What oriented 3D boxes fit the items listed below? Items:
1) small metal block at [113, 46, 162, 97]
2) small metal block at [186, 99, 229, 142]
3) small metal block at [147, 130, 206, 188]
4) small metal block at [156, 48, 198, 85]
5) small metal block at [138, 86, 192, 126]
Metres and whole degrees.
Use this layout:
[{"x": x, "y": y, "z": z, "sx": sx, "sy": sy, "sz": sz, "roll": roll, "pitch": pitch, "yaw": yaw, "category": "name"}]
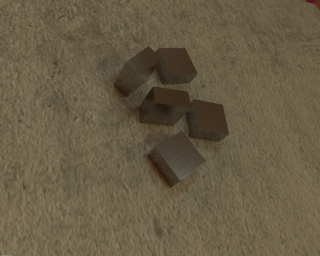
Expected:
[{"x": -0.030, "y": -0.076, "z": 0.419, "sx": 0.025, "sy": 0.050, "sz": 0.050, "roll": 43, "pitch": 51, "yaw": 1, "category": "small metal block"}, {"x": 0.068, "y": -0.010, "z": 0.449, "sx": 0.050, "sy": 0.025, "sz": 0.050, "roll": 9, "pitch": 58, "yaw": -24, "category": "small metal block"}, {"x": 0.021, "y": 0.039, "z": 0.393, "sx": 0.050, "sy": 0.025, "sz": 0.050, "roll": -31, "pitch": 79, "yaw": -38, "category": "small metal block"}, {"x": 0.023, "y": -0.095, "z": 0.476, "sx": 0.050, "sy": 0.025, "sz": 0.050, "roll": -9, "pitch": 66, "yaw": -32, "category": "small metal block"}, {"x": 0.005, "y": -0.027, "z": 0.409, "sx": 0.050, "sy": 0.050, "sz": 0.025, "roll": 5, "pitch": 60, "yaw": -26, "category": "small metal block"}]
